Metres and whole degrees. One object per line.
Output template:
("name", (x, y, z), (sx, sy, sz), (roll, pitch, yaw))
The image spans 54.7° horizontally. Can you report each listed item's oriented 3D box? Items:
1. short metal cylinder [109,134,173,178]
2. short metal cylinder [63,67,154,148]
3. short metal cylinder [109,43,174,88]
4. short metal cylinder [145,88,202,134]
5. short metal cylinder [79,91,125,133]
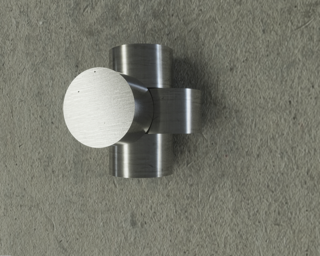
("short metal cylinder", (-0.023, 0.031, 0.388), (0.080, 0.080, 0.050), (0, 90, 19))
("short metal cylinder", (-0.053, -0.020, 0.329), (0.080, 0.050, 0.079), (0, 90, 19))
("short metal cylinder", (-0.023, -0.070, 0.388), (0.080, 0.080, 0.050), (-2, 90, 19))
("short metal cylinder", (0.011, -0.019, 0.376), (0.080, 0.080, 0.050), (0, 90, 19))
("short metal cylinder", (-0.066, -0.018, 0.403), (0.080, 0.080, 0.050), (-1, 90, 19))
